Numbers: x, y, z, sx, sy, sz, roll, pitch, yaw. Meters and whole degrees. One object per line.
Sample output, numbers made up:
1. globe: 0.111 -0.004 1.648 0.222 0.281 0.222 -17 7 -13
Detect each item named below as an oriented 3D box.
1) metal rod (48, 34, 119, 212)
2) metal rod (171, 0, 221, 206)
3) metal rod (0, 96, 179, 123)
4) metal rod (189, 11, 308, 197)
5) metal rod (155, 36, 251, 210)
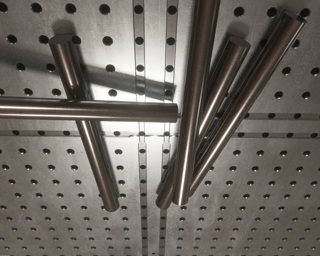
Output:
1. metal rod: -0.093 0.019 0.425 0.025 0.025 0.298 -4 130 3
2. metal rod: 0.039 -0.019 0.373 0.025 0.025 0.298 3 124 -3
3. metal rod: -0.127 -0.022 0.350 0.302 0.025 0.025 1 131 -14
4. metal rod: 0.090 -0.006 0.407 0.025 0.025 0.298 15 129 -13
5. metal rod: 0.045 0.017 0.426 0.025 0.025 0.298 12 129 -11
